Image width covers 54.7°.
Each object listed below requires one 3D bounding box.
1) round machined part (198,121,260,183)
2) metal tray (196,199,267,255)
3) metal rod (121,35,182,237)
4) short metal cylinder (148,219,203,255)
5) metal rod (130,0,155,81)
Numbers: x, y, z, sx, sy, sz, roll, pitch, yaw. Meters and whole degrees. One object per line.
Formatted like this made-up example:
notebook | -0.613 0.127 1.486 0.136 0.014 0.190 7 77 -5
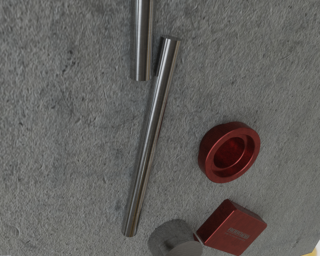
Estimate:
round machined part | 0.099 0.033 0.471 0.099 0.042 0.097 -14 124 -21
metal tray | 0.143 0.197 0.604 0.130 0.030 0.090 33 100 -38
metal rod | -0.018 0.029 0.415 0.025 0.025 0.298 -2 119 -28
short metal cylinder | 0.026 0.205 0.532 0.081 0.050 0.079 -14 124 -21
metal rod | -0.013 -0.187 0.283 0.025 0.025 0.298 -10 123 -23
